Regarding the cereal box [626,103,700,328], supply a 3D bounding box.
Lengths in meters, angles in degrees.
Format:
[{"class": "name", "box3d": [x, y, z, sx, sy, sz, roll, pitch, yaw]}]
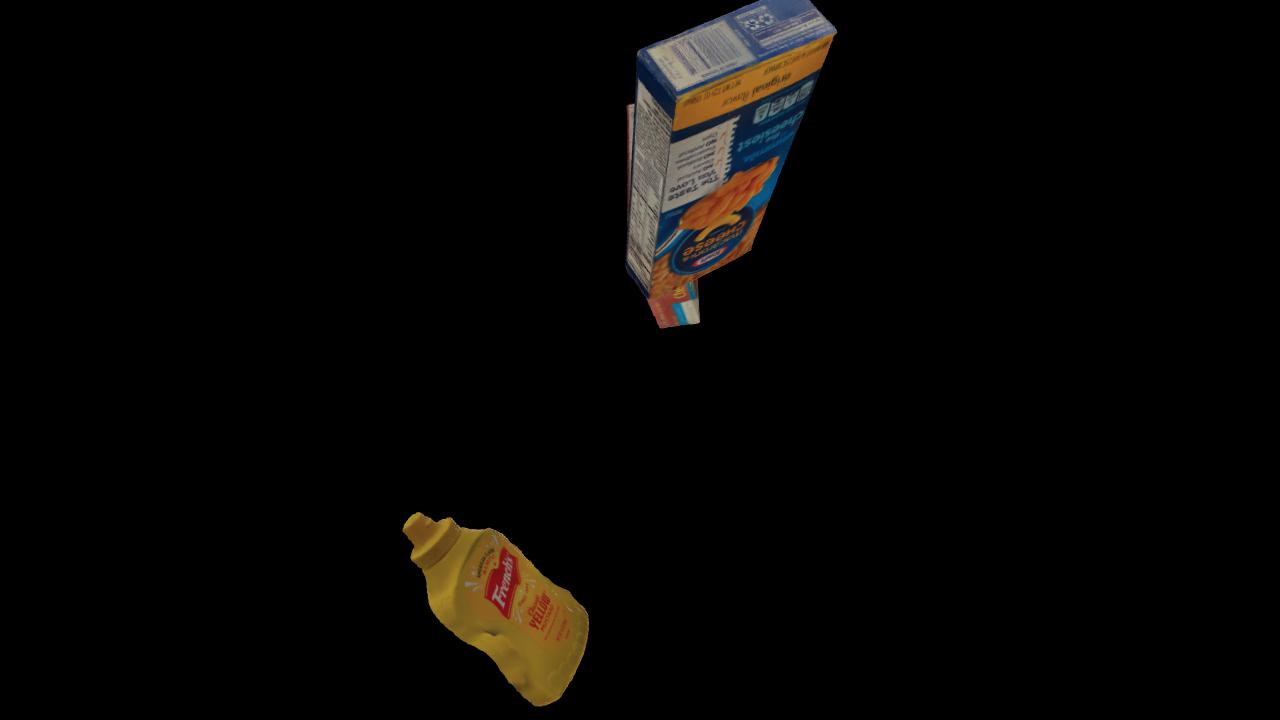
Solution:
[{"class": "cereal box", "box3d": [0.039, -0.229, 0.972, 0.081, 0.306, 0.203, -8, -29, 12]}]

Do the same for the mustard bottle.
[{"class": "mustard bottle", "box3d": [-0.123, 0.191, 0.505, 0.054, 0.184, 0.092, -32, 18, 32]}]

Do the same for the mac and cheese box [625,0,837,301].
[{"class": "mac and cheese box", "box3d": [0.040, -0.110, 0.364, 0.093, 0.041, 0.184, -30, -19, -14]}]
